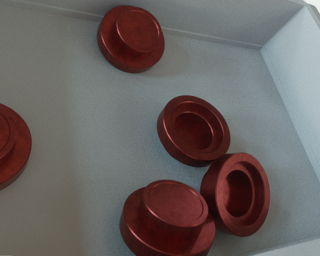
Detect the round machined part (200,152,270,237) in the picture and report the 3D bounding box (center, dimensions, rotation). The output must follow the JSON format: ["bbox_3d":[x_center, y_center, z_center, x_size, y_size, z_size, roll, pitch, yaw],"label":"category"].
[{"bbox_3d":[0.088,0.080,0.382,0.099,0.042,0.097,7,78,-36],"label":"round machined part"}]

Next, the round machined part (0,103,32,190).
[{"bbox_3d":[-0.175,0.012,0.293,0.099,0.042,0.098,14,56,-21],"label":"round machined part"}]

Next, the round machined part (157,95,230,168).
[{"bbox_3d":[0.041,0.008,0.412,0.099,0.042,0.098,14,55,-20],"label":"round machined part"}]

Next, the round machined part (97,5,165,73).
[{"bbox_3d":[-0.036,-0.131,0.442,0.099,0.042,0.098,7,74,-26],"label":"round machined part"}]

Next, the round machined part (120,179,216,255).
[{"bbox_3d":[0.011,0.090,0.319,0.099,0.042,0.098,13,26,-7],"label":"round machined part"}]
